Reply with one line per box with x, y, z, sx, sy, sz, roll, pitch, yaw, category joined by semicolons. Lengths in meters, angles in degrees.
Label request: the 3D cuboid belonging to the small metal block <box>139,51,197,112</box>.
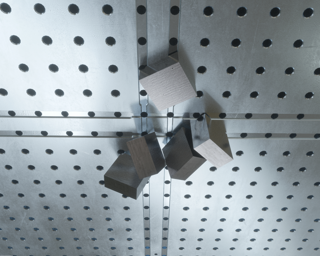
0.010;-0.054;0.366;0.050;0.025;0.050;-22;127;17;small metal block

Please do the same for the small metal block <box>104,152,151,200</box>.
-0.044;0.067;0.442;0.050;0.050;0.025;19;132;15;small metal block

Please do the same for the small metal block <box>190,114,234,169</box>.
0.068;0.017;0.410;0.025;0.050;0.050;-36;122;26;small metal block

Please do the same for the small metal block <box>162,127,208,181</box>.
0.032;0.036;0.422;0.025;0.050;0.050;16;130;-33;small metal block

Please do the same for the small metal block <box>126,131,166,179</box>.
-0.017;0.035;0.411;0.025;0.050;0.050;-20;91;15;small metal block
